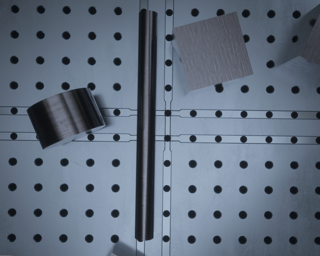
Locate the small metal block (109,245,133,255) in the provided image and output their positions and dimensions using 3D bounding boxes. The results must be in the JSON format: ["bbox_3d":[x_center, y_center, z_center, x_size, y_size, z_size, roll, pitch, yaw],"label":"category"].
[{"bbox_3d":[-0.053,0.195,0.413,0.050,0.025,0.050,30,90,-1],"label":"small metal block"}]

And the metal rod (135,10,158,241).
[{"bbox_3d":[-0.018,-0.003,0.413,0.025,0.025,0.298,1,90,-1],"label":"metal rod"}]

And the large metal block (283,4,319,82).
[{"bbox_3d":[0.224,-0.107,0.404,0.080,0.050,0.080,26,90,-1],"label":"large metal block"}]

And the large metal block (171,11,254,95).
[{"bbox_3d":[0.065,-0.094,0.402,0.080,0.050,0.080,-15,90,-1],"label":"large metal block"}]

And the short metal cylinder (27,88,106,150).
[{"bbox_3d":[-0.115,-0.011,0.384,0.080,0.080,0.050,-22,90,0],"label":"short metal cylinder"}]
